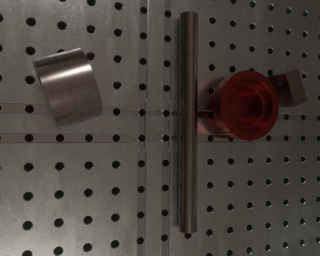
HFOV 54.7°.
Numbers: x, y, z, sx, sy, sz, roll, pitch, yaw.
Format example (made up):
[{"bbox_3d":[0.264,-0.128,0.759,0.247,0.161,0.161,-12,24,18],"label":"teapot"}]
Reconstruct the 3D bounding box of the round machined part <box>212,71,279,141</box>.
[{"bbox_3d":[0.119,-0.031,0.449,0.099,0.042,0.097,0,90,-20],"label":"round machined part"}]

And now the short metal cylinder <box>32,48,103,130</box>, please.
[{"bbox_3d":[-0.103,-0.044,0.346,0.050,0.080,0.080,-21,97,-19],"label":"short metal cylinder"}]

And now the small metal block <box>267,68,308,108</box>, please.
[{"bbox_3d":[0.189,-0.059,0.471,0.025,0.050,0.050,-23,98,-19],"label":"small metal block"}]

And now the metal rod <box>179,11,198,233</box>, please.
[{"bbox_3d":[0.039,-0.008,0.428,0.025,0.025,0.298,0,90,-20],"label":"metal rod"}]
